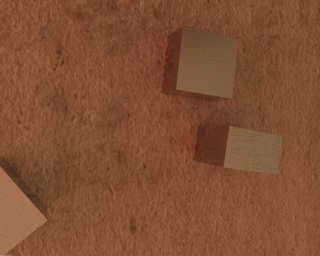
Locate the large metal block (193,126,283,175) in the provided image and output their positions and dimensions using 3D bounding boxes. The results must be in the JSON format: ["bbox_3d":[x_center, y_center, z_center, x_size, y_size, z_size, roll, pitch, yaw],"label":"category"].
[{"bbox_3d":[0.102,0.028,0.419,0.081,0.080,0.050,10,87,-20],"label":"large metal block"}]

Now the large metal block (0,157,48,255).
[{"bbox_3d":[-0.180,0.089,0.330,0.080,0.050,0.080,-39,103,-16],"label":"large metal block"}]

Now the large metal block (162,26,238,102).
[{"bbox_3d":[0.053,-0.082,0.416,0.081,0.050,0.080,7,88,-20],"label":"large metal block"}]
